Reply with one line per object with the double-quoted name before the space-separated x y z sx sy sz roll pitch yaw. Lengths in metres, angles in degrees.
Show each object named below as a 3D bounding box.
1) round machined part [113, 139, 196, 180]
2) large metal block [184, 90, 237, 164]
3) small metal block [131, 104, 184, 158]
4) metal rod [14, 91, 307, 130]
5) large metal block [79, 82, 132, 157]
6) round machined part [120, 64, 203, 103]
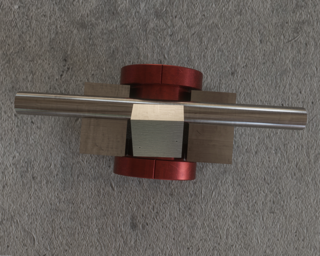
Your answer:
"round machined part" -0.005 0.037 0.374 0.099 0.098 0.042 5 85 0
"large metal block" 0.057 -0.001 0.384 0.050 0.080 0.080 4 90 0
"small metal block" -0.002 0.003 0.317 0.050 0.025 0.050 2 131 1
"metal rod" 0.001 -0.018 0.331 0.302 0.025 0.025 3 90 0
"large metal block" -0.061 -0.010 0.383 0.050 0.080 0.080 4 90 0
"round machined part" 0.001 -0.047 0.374 0.099 0.098 0.042 4 91 0
